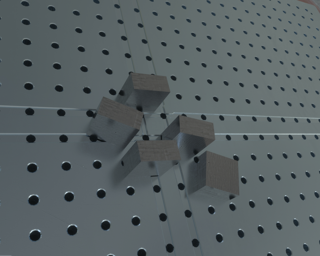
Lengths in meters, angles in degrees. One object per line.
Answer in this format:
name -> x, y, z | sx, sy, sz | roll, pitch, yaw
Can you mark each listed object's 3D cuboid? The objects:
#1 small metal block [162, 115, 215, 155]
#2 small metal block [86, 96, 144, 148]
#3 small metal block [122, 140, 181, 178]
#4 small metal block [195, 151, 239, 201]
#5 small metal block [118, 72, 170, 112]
small metal block -> 0.036, 0.011, 0.407 | 0.050, 0.050, 0.025 | 12, 57, -22
small metal block -> -0.054, -0.005, 0.367 | 0.050, 0.050, 0.025 | 22, 54, -16
small metal block -> -0.011, 0.037, 0.365 | 0.050, 0.050, 0.025 | 1, 62, -28
small metal block -> 0.076, 0.064, 0.412 | 0.050, 0.025, 0.050 | 19, 54, -18
small metal block -> -0.022, -0.046, 0.410 | 0.050, 0.050, 0.025 | 1, 61, -28
